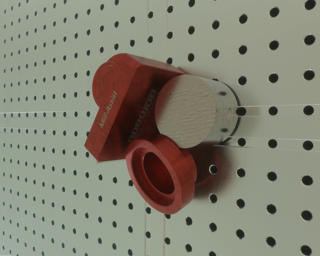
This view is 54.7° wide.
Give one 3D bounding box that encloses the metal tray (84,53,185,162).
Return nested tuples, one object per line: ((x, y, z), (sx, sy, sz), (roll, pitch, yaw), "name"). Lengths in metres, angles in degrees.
((-0.030, -0.021, 0.386), (0.030, 0.091, 0.129), (40, 114, 33), "metal tray")

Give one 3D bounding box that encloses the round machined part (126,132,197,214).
((0.006, 0.050, 0.373), (0.098, 0.042, 0.097), (29, 131, 38), "round machined part")

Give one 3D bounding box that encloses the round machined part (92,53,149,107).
((-0.059, -0.058, 0.441), (0.098, 0.042, 0.097), (0, 90, 40), "round machined part")

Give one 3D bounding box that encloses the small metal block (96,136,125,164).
((-0.067, 0.022, 0.442), (0.025, 0.050, 0.050), (-19, 78, 38), "small metal block")

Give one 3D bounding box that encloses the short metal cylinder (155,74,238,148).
((0.041, -0.018, 0.354), (0.080, 0.050, 0.079), (0, 90, 40), "short metal cylinder")
